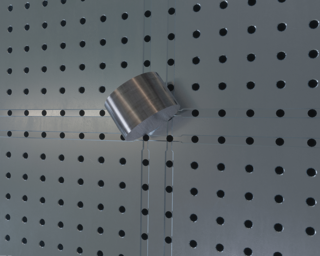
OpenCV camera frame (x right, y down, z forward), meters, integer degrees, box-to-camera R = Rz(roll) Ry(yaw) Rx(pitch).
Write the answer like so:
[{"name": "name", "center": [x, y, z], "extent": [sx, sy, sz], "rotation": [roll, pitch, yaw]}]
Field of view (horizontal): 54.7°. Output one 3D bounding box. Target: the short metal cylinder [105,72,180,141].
[{"name": "short metal cylinder", "center": [-0.022, -0.026, 0.391], "extent": [0.080, 0.080, 0.050], "rotation": [-36, 79, 16]}]
